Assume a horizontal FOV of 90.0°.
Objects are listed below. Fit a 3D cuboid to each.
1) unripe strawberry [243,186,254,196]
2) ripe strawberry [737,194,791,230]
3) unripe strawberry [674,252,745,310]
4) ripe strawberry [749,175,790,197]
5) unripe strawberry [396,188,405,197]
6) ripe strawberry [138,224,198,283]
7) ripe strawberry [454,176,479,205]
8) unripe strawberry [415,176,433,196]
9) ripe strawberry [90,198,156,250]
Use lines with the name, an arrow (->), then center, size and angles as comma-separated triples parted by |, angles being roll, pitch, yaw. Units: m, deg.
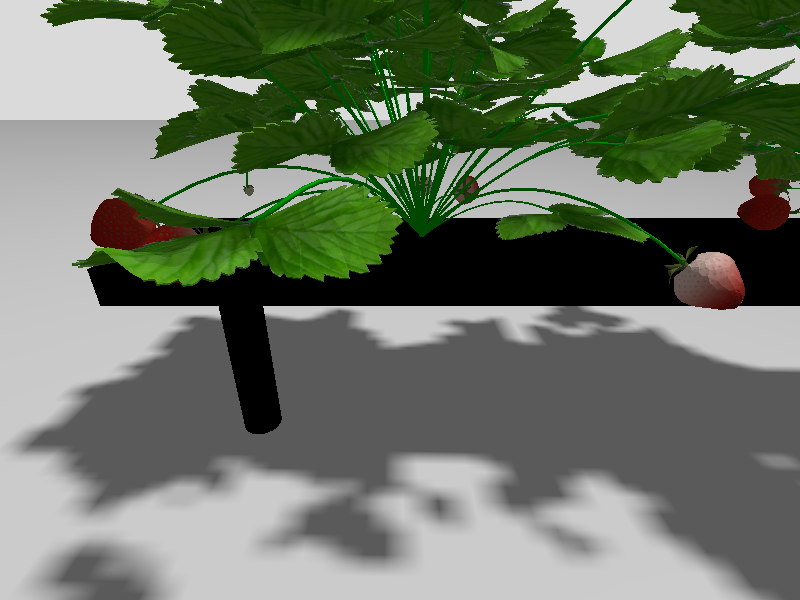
unripe strawberry -> -0.163, -0.118, 0.434 | 0.010, 0.010, 0.011 | 12, 28, 24
ripe strawberry -> 0.336, -0.082, 0.373 | 0.034, 0.033, 0.037 | 3, 26, 8
unripe strawberry -> 0.178, -0.009, 0.228 | 0.034, 0.033, 0.032 | 43, 44, 21
ripe strawberry -> 0.462, -0.146, 0.504 | 0.038, 0.033, 0.038 | -1, 25, -2
unripe strawberry -> 0.001, -0.133, 0.492 | 0.013, 0.013, 0.011 | -3, 26, -6
ripe strawberry -> -0.150, -0.029, 0.261 | 0.041, 0.041, 0.038 | -19, 32, -25
ripe strawberry -> 0.080, -0.131, 0.475 | 0.029, 0.033, 0.032 | 11, 27, 21
unripe strawberry -> 0.030, -0.149, 0.523 | 0.025, 0.026, 0.027 | 1, 8, 3
ripe strawberry -> -0.223, -0.058, 0.319 | 0.045, 0.044, 0.042 | -23, 27, 2
